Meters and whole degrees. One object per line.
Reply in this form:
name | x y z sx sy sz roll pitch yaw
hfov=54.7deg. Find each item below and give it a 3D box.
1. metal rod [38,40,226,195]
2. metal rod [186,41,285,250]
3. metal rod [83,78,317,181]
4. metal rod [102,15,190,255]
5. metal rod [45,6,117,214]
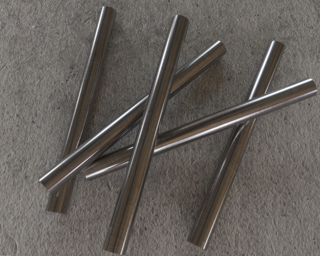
metal rod | -0.022 -0.025 0.402 0.301 0.025 0.025 -40 75 -19
metal rod | 0.106 0.009 0.405 0.025 0.025 0.300 24 72 8
metal rod | 0.049 0.001 0.389 0.301 0.025 0.025 -21 71 0
metal rod | -0.010 -0.007 0.372 0.025 0.025 0.299 14 72 5
metal rod | -0.101 -0.038 0.421 0.025 0.025 0.299 8 70 3
